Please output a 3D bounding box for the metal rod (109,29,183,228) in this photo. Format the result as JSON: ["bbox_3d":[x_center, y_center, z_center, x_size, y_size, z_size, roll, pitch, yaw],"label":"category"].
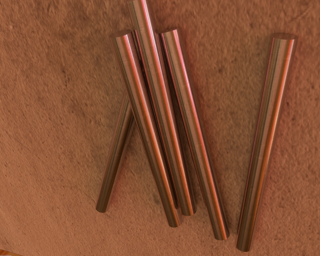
[{"bbox_3d":[-0.009,0.023,0.404,0.025,0.025,0.298,3,126,26],"label":"metal rod"}]

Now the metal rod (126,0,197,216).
[{"bbox_3d":[0.010,-0.005,0.384,0.025,0.025,0.298,2,123,27],"label":"metal rod"}]

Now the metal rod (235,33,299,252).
[{"bbox_3d":[0.119,0.041,0.368,0.025,0.025,0.298,13,124,21],"label":"metal rod"}]

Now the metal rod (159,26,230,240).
[{"bbox_3d":[0.050,0.025,0.394,0.025,0.025,0.298,-3,117,29],"label":"metal rod"}]

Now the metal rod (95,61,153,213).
[{"bbox_3d":[-0.060,0.027,0.453,0.025,0.025,0.298,28,128,10],"label":"metal rod"}]
